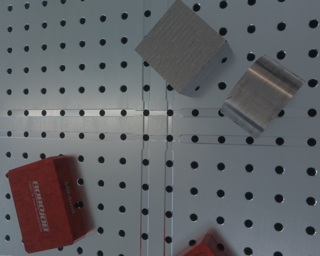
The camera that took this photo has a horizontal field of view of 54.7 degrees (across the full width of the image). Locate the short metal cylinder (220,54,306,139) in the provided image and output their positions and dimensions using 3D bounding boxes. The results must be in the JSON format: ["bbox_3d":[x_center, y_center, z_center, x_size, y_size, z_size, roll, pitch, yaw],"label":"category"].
[{"bbox_3d":[0.113,-0.034,0.343,0.050,0.080,0.080,40,103,15],"label":"short metal cylinder"}]

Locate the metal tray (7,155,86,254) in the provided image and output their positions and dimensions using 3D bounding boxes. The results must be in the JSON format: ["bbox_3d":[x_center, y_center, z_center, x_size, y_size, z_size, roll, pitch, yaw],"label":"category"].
[{"bbox_3d":[-0.174,0.115,0.471,0.090,0.030,0.129,-18,84,19],"label":"metal tray"}]

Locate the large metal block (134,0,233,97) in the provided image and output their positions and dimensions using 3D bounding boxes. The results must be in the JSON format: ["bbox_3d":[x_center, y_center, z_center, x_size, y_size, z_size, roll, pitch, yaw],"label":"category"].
[{"bbox_3d":[0.030,-0.097,0.389,0.080,0.050,0.080,47,104,14],"label":"large metal block"}]

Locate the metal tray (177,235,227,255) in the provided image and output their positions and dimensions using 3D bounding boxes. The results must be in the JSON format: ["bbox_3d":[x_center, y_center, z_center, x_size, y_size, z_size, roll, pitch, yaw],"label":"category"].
[{"bbox_3d":[0.065,0.214,0.386,0.090,0.030,0.130,-42,77,15],"label":"metal tray"}]
